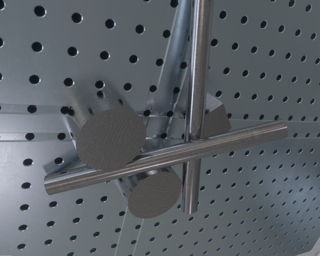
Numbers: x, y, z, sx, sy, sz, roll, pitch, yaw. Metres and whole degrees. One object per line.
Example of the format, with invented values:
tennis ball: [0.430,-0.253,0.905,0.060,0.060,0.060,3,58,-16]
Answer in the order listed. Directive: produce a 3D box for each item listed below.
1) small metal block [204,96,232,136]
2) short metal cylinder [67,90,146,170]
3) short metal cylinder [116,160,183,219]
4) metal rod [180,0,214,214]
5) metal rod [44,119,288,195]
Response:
small metal block: [0.070,-0.009,0.444,0.050,0.025,0.050,-34,129,-6]
short metal cylinder: [-0.063,0.002,0.362,0.081,0.050,0.079,-14,124,-21]
short metal cylinder: [-0.016,0.080,0.436,0.081,0.050,0.079,-14,124,-21]
metal rod: [0.045,-0.020,0.397,0.025,0.025,0.298,-9,114,-24]
metal rod: [0.009,0.036,0.386,0.302,0.025,0.025,-13,126,-2]
